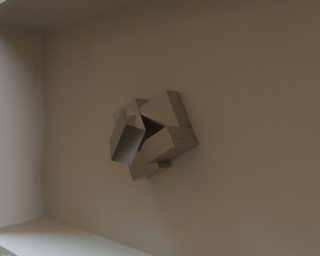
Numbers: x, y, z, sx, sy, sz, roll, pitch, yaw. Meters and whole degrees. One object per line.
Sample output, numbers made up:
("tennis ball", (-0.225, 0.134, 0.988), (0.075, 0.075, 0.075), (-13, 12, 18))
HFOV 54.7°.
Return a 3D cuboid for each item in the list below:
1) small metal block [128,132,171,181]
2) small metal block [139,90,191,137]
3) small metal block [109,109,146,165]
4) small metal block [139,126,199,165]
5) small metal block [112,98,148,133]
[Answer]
("small metal block", (-0.019, 0.038, 0.418), (0.050, 0.025, 0.050), (-31, 71, 35))
("small metal block", (0.005, -0.014, 0.399), (0.050, 0.025, 0.050), (-31, 71, 35))
("small metal block", (-0.042, 0.010, 0.389), (0.050, 0.025, 0.050), (-115, 46, -63))
("small metal block", (0.010, 0.021, 0.378), (0.050, 0.050, 0.025), (-34, 69, 34))
("small metal block", (-0.035, -0.007, 0.432), (0.050, 0.025, 0.050), (-31, 71, 35))
